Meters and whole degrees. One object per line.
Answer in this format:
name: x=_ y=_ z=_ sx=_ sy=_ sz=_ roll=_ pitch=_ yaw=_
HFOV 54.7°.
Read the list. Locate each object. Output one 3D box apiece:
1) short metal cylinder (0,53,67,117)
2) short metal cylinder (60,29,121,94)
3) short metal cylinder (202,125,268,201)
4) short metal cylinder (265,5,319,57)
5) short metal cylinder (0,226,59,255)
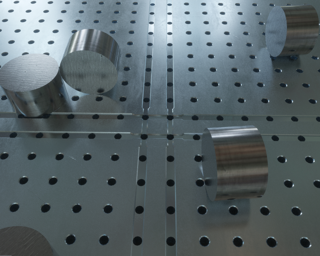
short metal cylinder: x=-0.179 y=-0.061 z=0.442 sx=0.081 sy=0.050 sz=0.080 roll=0 pitch=50 yaw=0
short metal cylinder: x=-0.099 y=-0.095 z=0.451 sx=0.081 sy=0.080 sz=0.050 roll=0 pitch=50 yaw=0
short metal cylinder: x=0.078 y=0.038 z=0.340 sx=0.050 sy=0.080 sz=0.080 roll=-4 pitch=50 yaw=-3
short metal cylinder: x=0.213 y=-0.159 z=0.506 sx=0.050 sy=0.080 sz=0.080 roll=-4 pitch=50 yaw=-4
short metal cylinder: x=-0.130 y=0.136 z=0.276 sx=0.081 sy=0.050 sz=0.080 roll=0 pitch=50 yaw=0
